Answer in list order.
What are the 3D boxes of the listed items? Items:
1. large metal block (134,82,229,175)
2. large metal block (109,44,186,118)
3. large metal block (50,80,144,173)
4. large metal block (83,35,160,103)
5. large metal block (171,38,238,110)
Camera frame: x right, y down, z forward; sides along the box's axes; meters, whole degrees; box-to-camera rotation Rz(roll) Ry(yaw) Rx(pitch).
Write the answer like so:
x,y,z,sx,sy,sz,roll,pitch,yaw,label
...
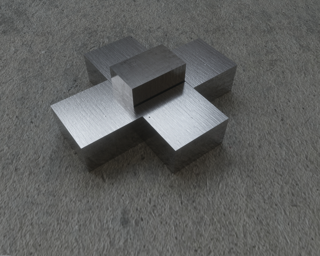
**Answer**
x,y,z,sx,sy,sz,roll,pitch,yaw,label
0.025,-0.002,0.390,0.081,0.050,0.080,-30,56,-23,large metal block
-0.015,-0.053,0.413,0.081,0.080,0.050,-30,56,-23,large metal block
-0.077,-0.005,0.390,0.081,0.050,0.080,-30,56,-23,large metal block
-0.053,-0.083,0.457,0.081,0.050,0.080,-30,56,-23,large metal block
0.051,-0.079,0.454,0.081,0.050,0.080,-30,56,-23,large metal block
